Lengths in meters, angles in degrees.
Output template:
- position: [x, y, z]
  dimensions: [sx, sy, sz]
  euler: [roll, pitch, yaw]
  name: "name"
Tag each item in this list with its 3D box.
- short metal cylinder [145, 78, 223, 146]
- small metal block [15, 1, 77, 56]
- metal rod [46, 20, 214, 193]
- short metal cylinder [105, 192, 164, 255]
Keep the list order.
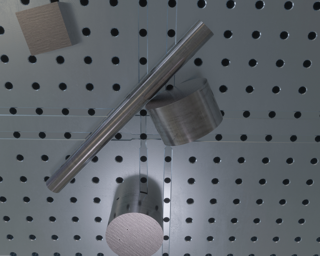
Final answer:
- position: [0.029, -0.021, 0.377]
  dimensions: [0.080, 0.080, 0.050]
  euler: [-23, 108, 8]
  name: "short metal cylinder"
- position: [-0.134, -0.118, 0.369]
  dimensions: [0.050, 0.025, 0.050]
  euler: [-13, 110, 4]
  name: "small metal block"
- position: [-0.048, -0.019, 0.406]
  dimensions: [0.025, 0.025, 0.299]
  euler: [42, 105, -14]
  name: "metal rod"
- position: [-0.035, 0.142, 0.452]
  dimensions: [0.081, 0.050, 0.079]
  euler: [0, 110, 0]
  name: "short metal cylinder"
